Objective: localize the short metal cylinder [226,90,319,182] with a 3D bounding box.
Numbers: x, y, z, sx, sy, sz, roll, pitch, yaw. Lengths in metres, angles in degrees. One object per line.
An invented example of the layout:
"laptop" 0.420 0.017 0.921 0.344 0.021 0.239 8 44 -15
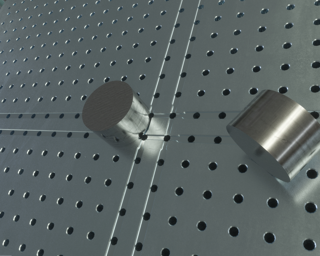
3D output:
"short metal cylinder" 0.113 0.008 0.309 0.050 0.080 0.080 -45 51 -3

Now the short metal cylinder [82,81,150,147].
"short metal cylinder" -0.061 -0.020 0.436 0.080 0.050 0.080 -13 56 21
